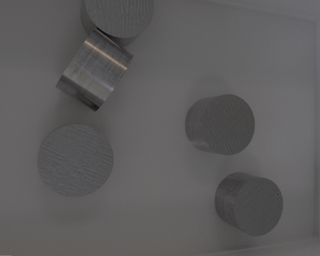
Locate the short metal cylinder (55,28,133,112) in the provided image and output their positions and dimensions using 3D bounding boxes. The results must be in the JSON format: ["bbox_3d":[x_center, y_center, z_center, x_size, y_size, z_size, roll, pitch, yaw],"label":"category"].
[{"bbox_3d":[-0.074,-0.065,0.354,0.050,0.080,0.080,34,79,-17],"label":"short metal cylinder"}]

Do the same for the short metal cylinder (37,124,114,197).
[{"bbox_3d":[-0.099,0.035,0.361,0.081,0.050,0.080,0,90,-20],"label":"short metal cylinder"}]

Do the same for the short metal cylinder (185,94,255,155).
[{"bbox_3d":[0.082,-0.004,0.427,0.081,0.050,0.080,0,90,-20],"label":"short metal cylinder"}]

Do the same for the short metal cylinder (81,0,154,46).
[{"bbox_3d":[-0.053,-0.143,0.377,0.081,0.050,0.080,0,90,-20],"label":"short metal cylinder"}]

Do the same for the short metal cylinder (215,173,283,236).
[{"bbox_3d":[0.126,0.107,0.444,0.081,0.050,0.080,0,90,-20],"label":"short metal cylinder"}]
